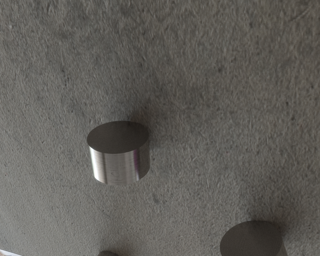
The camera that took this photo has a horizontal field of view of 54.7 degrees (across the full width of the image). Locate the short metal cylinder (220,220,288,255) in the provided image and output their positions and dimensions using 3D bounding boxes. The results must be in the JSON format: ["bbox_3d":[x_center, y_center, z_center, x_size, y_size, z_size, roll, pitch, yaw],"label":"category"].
[{"bbox_3d":[0.126,0.170,0.409,0.080,0.080,0.050,-11,113,32],"label":"short metal cylinder"}]

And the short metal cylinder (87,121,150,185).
[{"bbox_3d":[-0.054,0.032,0.418,0.080,0.080,0.050,12,124,21],"label":"short metal cylinder"}]

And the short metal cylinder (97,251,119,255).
[{"bbox_3d":[-0.105,0.298,0.628,0.080,0.050,0.079,13,124,20],"label":"short metal cylinder"}]
